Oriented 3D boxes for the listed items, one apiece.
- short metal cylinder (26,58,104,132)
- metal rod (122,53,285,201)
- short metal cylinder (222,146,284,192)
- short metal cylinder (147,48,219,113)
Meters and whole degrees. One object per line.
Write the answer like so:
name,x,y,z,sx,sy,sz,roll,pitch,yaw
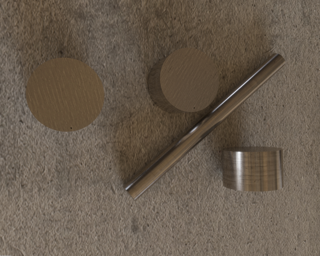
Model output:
short metal cylinder,-0.109,-0.036,0.356,0.081,0.050,0.079,0,90,-20
metal rod,0.071,-0.010,0.435,0.301,0.025,0.025,-40,103,-16
short metal cylinder,0.127,0.054,0.427,0.081,0.080,0.050,-2,91,-20
short metal cylinder,0.029,-0.060,0.406,0.081,0.050,0.079,0,90,-20
